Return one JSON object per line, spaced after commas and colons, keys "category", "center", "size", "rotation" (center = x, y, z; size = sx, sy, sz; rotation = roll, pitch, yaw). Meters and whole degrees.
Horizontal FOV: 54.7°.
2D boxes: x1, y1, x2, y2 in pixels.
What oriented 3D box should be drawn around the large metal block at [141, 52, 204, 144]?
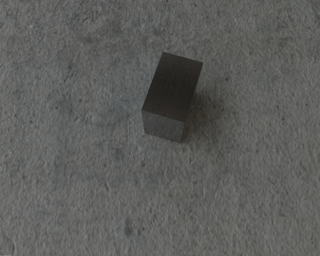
{"category": "large metal block", "center": [0.015, -0.035, 0.392], "size": [0.050, 0.080, 0.080], "rotation": [17, 71, 6]}
